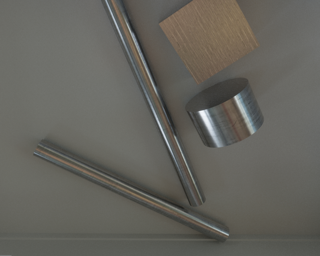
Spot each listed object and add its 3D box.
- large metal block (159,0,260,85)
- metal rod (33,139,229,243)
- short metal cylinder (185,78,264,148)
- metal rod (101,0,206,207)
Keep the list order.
[{"bbox_3d":[0.054,-0.109,0.358,0.080,0.050,0.080,-32,107,10],"label":"large metal block"},{"bbox_3d":[-0.033,0.094,0.445,0.301,0.025,0.025,27,108,-10],"label":"metal rod"},{"bbox_3d":[0.078,-0.020,0.376,0.080,0.080,0.050,-26,108,9],"label":"short metal cylinder"},{"bbox_3d":[-0.001,-0.023,0.402,0.025,0.025,0.299,-21,109,7],"label":"metal rod"}]
